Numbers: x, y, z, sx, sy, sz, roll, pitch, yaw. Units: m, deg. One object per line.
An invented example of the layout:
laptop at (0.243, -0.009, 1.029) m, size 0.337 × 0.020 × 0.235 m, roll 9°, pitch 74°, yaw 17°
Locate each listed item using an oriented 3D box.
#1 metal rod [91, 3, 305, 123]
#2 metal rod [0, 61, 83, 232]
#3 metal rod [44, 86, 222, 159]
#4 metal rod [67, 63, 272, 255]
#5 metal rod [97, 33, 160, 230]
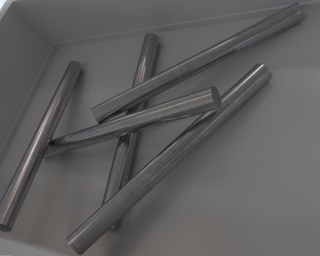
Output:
metal rod at (0.047, -0.084, 0.412) m, size 0.301 × 0.025 × 0.025 m, roll -27°, pitch 52°, yaw 3°
metal rod at (-0.167, 0.002, 0.455) m, size 0.025 × 0.025 × 0.300 m, roll -12°, pitch 45°, yaw 22°
metal rod at (-0.064, 0.002, 0.406) m, size 0.300 × 0.025 × 0.025 m, roll -16°, pitch 55°, yaw 31°
metal rod at (0.017, 0.030, 0.360) m, size 0.301 × 0.025 × 0.025 m, roll -42°, pitch 51°, yaw -8°
metal rod at (-0.038, -0.013, 0.433) m, size 0.025 × 0.025 × 0.300 m, roll -4°, pitch 60°, yaw 26°
